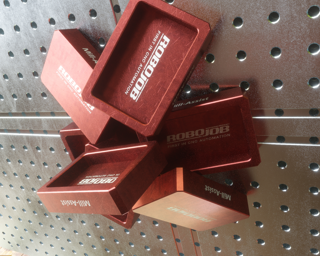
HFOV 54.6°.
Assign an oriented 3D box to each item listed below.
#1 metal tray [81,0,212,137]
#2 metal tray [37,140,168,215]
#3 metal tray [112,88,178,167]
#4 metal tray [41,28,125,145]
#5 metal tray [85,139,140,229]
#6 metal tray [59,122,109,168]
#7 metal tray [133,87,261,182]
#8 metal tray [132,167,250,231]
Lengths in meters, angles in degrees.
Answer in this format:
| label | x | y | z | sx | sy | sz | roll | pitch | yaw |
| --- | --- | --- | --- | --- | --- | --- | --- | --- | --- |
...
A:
| label | x | y | z | sx | sy | sz | roll | pitch | yaw |
| --- | --- | --- | --- | --- | --- | --- | --- | --- | --- |
| metal tray | -0.014 | -0.066 | 0.331 | 0.090 | 0.030 | 0.130 | 30 | 95 | 9 |
| metal tray | -0.067 | 0.057 | 0.356 | 0.130 | 0.090 | 0.030 | -10 | 113 | 37 |
| metal tray | -0.022 | 0.006 | 0.423 | 0.090 | 0.030 | 0.129 | -6 | 114 | 28 |
| metal tray | -0.099 | -0.054 | 0.406 | 0.130 | 0.030 | 0.090 | 48 | 131 | 14 |
| metal tray | -0.066 | 0.081 | 0.454 | 0.090 | 0.030 | 0.129 | 24 | 127 | 13 |
| metal tray | -0.094 | 0.052 | 0.491 | 0.090 | 0.030 | 0.129 | -5 | 116 | 29 |
| metal tray | 0.045 | 0.011 | 0.368 | 0.130 | 0.030 | 0.090 | -12 | 113 | 14 |
| metal tray | 0.041 | 0.098 | 0.404 | 0.131 | 0.030 | 0.090 | 27 | 138 | -33 |
